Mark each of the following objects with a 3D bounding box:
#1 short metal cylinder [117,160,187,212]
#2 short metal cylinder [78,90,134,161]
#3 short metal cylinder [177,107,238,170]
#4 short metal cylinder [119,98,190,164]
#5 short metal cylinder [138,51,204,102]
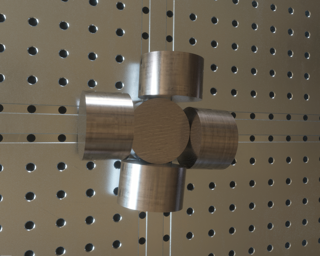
[{"bbox_3d":[-0.010,0.068,0.378,0.081,0.080,0.050,6,88,-20],"label":"short metal cylinder"},{"bbox_3d":[-0.065,-0.002,0.359,0.050,0.080,0.080,2,90,-21],"label":"short metal cylinder"},{"bbox_3d":[0.058,0.014,0.405,0.050,0.080,0.080,4,89,-20],"label":"short metal cylinder"},{"bbox_3d":[-0.009,0.004,0.396,0.081,0.050,0.080,0,90,-21],"label":"short metal cylinder"},{"bbox_3d":[0.014,-0.061,0.388,0.081,0.080,0.050,3,89,-20],"label":"short metal cylinder"}]
